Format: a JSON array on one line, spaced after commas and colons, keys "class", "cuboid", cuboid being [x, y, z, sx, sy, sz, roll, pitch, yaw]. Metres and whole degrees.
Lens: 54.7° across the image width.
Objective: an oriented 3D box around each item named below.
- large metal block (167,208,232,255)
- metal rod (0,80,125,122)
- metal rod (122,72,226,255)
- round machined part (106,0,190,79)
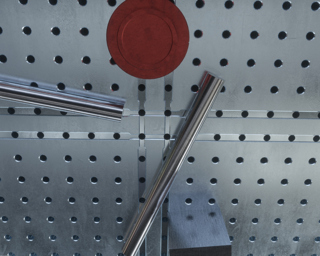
[{"class": "large metal block", "cuboid": [0.054, 0.163, 0.445, 0.081, 0.080, 0.050, -5, 110, 1]}, {"class": "metal rod", "cuboid": [-0.197, -0.047, 0.393, 0.302, 0.025, 0.025, 11, 110, -5]}, {"class": "metal rod", "cuboid": [0.012, 0.064, 0.437, 0.025, 0.025, 0.298, 22, 108, -8]}, {"class": "round machined part", "cuboid": [-0.014, -0.105, 0.365, 0.099, 0.042, 0.097, 0, 110, -1]}]
